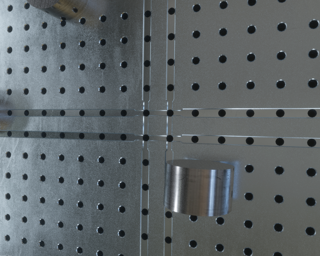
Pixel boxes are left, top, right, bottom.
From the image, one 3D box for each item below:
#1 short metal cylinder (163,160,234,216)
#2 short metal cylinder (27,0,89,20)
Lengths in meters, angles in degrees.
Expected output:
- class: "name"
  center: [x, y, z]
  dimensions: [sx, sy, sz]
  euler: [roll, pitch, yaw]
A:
- class: "short metal cylinder"
  center: [0.046, 0.067, 0.367]
  dimensions: [0.080, 0.080, 0.050]
  euler: [4, 92, 20]
- class: "short metal cylinder"
  center: [-0.151, -0.206, 0.453]
  dimensions: [0.080, 0.050, 0.079]
  euler: [0, 90, 20]
